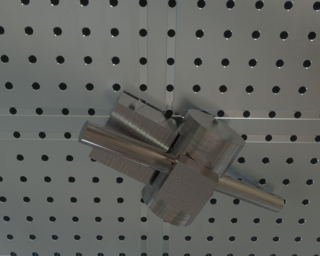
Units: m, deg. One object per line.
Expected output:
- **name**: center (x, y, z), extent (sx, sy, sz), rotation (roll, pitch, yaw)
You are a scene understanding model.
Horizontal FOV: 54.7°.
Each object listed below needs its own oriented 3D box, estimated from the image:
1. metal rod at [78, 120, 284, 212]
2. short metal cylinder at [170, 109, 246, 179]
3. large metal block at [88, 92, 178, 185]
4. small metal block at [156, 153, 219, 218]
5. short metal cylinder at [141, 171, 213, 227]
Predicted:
- **metal rod**: center (0.045, 0.057, 0.389), extent (0.302, 0.025, 0.025), rotation (23, 109, -25)
- **short metal cylinder**: center (0.058, 0.018, 0.388), extent (0.080, 0.080, 0.050), rotation (26, 108, -10)
- **large metal block**: center (-0.033, 0.013, 0.398), extent (0.080, 0.050, 0.080), rotation (28, 108, -10)
- **small metal block**: center (0.031, 0.064, 0.349), extent (0.050, 0.025, 0.050), rotation (30, 108, -2)
- **short metal cylinder**: center (0.023, 0.083, 0.411), extent (0.080, 0.080, 0.050), rotation (28, 108, -10)
